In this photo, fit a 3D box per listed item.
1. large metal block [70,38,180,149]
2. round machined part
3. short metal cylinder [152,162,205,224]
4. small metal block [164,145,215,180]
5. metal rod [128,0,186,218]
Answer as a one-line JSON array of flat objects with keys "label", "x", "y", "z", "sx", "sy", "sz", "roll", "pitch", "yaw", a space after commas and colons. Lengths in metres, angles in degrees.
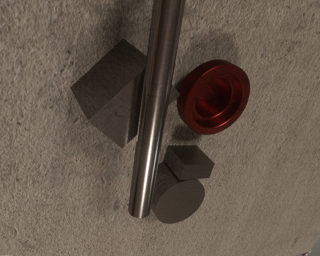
[{"label": "large metal block", "x": -0.039, "y": -0.039, "z": 0.327, "sx": 0.080, "sy": 0.080, "sz": 0.050, "roll": -43, "pitch": 130, "yaw": 1}, {"label": "round machined part", "x": 0.065, "y": -0.043, "z": 0.407, "sx": 0.099, "sy": 0.042, "sz": 0.097, "roll": -14, "pitch": 125, "yaw": -21}, {"label": "short metal cylinder", "x": 0.019, "y": 0.095, "z": 0.462, "sx": 0.081, "sy": 0.050, "sz": 0.079, "roll": -14, "pitch": 125, "yaw": -21}, {"label": "small metal block", "x": 0.041, "y": 0.049, "z": 0.445, "sx": 0.050, "sy": 0.050, "sz": 0.025, "roll": 1, "pitch": 118, "yaw": -30}, {"label": "metal rod", "x": -0.002, "y": -0.038, "z": 0.279, "sx": 0.025, "sy": 0.025, "sz": 0.298, "roll": -6, "pitch": 121, "yaw": -26}]
